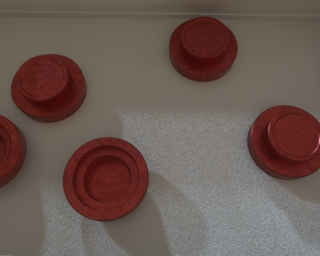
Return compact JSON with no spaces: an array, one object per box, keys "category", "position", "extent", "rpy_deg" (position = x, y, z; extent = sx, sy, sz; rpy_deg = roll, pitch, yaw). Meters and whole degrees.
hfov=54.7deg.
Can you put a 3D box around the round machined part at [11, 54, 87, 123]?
[{"category":"round machined part","position":[-0.153,-0.060,0.421],"extent":[0.099,0.042,0.098],"rpy_deg":[0,70,0]}]

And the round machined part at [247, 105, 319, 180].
[{"category":"round machined part","position":[0.166,0.015,0.396],"extent":[0.099,0.042,0.098],"rpy_deg":[0,70,0]}]

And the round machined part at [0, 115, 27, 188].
[{"category":"round machined part","position":[-0.216,0.033,0.387],"extent":[0.099,0.042,0.098],"rpy_deg":[0,70,0]}]

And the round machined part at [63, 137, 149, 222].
[{"category":"round machined part","position":[-0.063,0.064,0.377],"extent":[0.099,0.042,0.098],"rpy_deg":[0,70,0]}]

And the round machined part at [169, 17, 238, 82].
[{"category":"round machined part","position":[0.063,-0.119,0.444],"extent":[0.099,0.042,0.098],"rpy_deg":[0,70,0]}]
